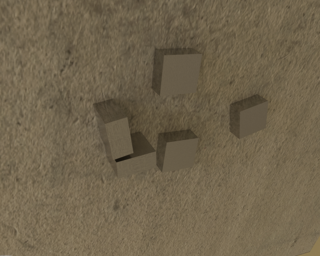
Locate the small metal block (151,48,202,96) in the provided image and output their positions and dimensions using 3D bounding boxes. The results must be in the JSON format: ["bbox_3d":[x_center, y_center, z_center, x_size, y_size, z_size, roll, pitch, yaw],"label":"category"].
[{"bbox_3d":[0.020,-0.069,0.377,0.050,0.025,0.050,-8,122,-25],"label":"small metal block"}]

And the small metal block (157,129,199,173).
[{"bbox_3d":[0.023,0.032,0.441,0.050,0.025,0.050,-7,122,-25],"label":"small metal block"}]

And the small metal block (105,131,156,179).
[{"bbox_3d":[-0.038,0.033,0.391,0.050,0.050,0.025,-14,125,-21],"label":"small metal block"}]

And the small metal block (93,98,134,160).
[{"bbox_3d":[-0.055,0.001,0.362,0.025,0.050,0.050,-19,126,-18],"label":"small metal block"}]

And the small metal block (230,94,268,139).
[{"bbox_3d":[0.135,-0.018,0.472,0.050,0.025,0.050,-21,127,-17],"label":"small metal block"}]
